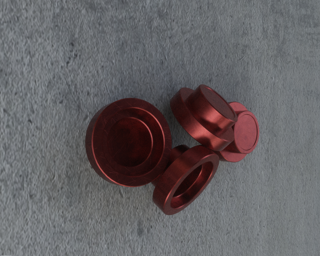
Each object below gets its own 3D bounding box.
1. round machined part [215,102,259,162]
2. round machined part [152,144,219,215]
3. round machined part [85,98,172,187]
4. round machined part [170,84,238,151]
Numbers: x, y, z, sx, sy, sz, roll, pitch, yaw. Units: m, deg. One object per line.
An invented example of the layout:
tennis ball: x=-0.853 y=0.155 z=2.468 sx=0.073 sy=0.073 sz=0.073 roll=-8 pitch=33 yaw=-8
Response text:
round machined part: x=0.122 y=0.007 z=0.496 sx=0.099 sy=0.042 sz=0.097 roll=0 pitch=90 yaw=-40
round machined part: x=0.027 y=0.060 z=0.396 sx=0.099 sy=0.042 sz=0.097 roll=-34 pitch=147 yaw=-26
round machined part: x=-0.038 y=0.017 z=0.355 sx=0.099 sy=0.042 sz=0.097 roll=4 pitch=83 yaw=-33
round machined part: x=0.064 y=-0.020 z=0.412 sx=0.098 sy=0.042 sz=0.098 roll=34 pitch=27 yaw=-20
